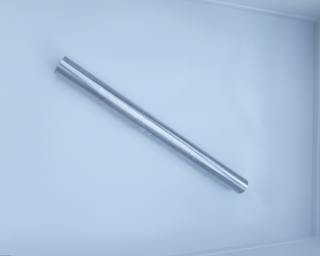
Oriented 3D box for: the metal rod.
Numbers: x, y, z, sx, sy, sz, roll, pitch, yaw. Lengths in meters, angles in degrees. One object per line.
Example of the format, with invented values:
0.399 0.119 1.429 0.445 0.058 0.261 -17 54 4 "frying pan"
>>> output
0.001 0.005 0.410 0.301 0.025 0.025 34 79 -17 "metal rod"
